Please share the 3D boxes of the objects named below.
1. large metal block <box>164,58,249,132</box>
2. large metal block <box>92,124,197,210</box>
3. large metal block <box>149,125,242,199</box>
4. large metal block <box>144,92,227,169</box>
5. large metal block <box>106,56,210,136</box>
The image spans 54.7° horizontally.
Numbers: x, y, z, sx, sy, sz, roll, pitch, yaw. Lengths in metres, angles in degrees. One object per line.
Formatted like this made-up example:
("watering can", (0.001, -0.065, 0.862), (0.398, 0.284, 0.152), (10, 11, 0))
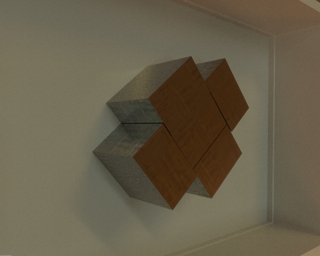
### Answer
("large metal block", (0.061, -0.042, 0.423), (0.050, 0.080, 0.080), (-49, 119, -29))
("large metal block", (-0.018, 0.041, 0.357), (0.050, 0.080, 0.080), (-49, 119, -29))
("large metal block", (0.048, 0.040, 0.412), (0.080, 0.080, 0.050), (-48, 119, -30))
("large metal block", (0.022, 0.002, 0.391), (0.080, 0.080, 0.050), (-48, 119, -30))
("large metal block", (-0.002, -0.037, 0.369), (0.080, 0.080, 0.050), (-48, 119, -30))
